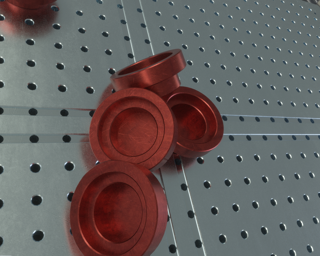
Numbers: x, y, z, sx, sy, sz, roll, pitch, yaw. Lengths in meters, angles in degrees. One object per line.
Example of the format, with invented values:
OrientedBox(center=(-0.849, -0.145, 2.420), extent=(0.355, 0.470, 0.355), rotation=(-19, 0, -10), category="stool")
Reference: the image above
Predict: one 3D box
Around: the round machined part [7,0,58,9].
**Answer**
OrientedBox(center=(-0.182, -0.203, 0.423), extent=(0.099, 0.042, 0.098), rotation=(13, 56, -21), category="round machined part")

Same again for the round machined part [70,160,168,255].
OrientedBox(center=(-0.036, 0.082, 0.304), extent=(0.042, 0.098, 0.098), rotation=(25, 42, -61), category="round machined part")

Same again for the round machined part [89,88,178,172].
OrientedBox(center=(-0.027, 0.006, 0.357), extent=(0.098, 0.042, 0.098), rotation=(-3, 78, 13), category="round machined part")

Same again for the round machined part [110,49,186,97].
OrientedBox(center=(-0.012, -0.065, 0.404), extent=(0.099, 0.098, 0.042), rotation=(-38, 115, -39), category="round machined part")

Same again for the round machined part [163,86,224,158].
OrientedBox(center=(0.033, -0.004, 0.417), extent=(0.099, 0.042, 0.098), rotation=(14, 56, -21), category="round machined part")
